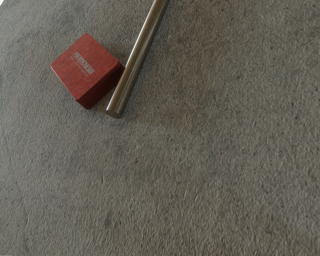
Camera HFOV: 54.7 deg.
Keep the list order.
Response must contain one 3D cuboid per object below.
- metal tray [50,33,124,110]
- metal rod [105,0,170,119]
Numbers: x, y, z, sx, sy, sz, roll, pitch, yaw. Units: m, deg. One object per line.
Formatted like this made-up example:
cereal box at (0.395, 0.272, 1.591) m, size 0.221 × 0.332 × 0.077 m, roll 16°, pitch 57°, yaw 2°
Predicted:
metal tray at (-0.124, -0.100, 0.527) m, size 0.090 × 0.030 × 0.130 m, roll -43°, pitch 51°, yaw -2°
metal rod at (-0.021, -0.151, 0.507) m, size 0.025 × 0.025 × 0.300 m, roll 6°, pitch 64°, yaw 31°
